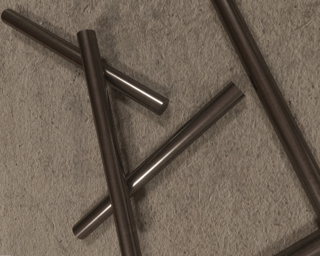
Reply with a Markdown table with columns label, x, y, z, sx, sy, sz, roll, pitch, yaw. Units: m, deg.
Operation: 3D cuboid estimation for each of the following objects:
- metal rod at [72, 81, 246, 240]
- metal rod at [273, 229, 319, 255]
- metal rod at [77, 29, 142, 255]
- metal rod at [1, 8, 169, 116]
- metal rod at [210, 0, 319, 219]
| label | x | y | z | sx | sy | sz | roll | pitch | yaw |
| --- | --- | --- | --- | --- | --- | --- | --- | --- | --- |
| metal rod | -0.011 | 0.051 | 0.411 | 0.299 | 0.025 | 0.025 | -43 | 77 | 14 |
| metal rod | 0.175 | 0.132 | 0.347 | 0.300 | 0.025 | 0.025 | -39 | 78 | 15 |
| metal rod | -0.067 | 0.019 | 0.403 | 0.025 | 0.025 | 0.298 | -14 | 86 | 19 |
| metal rod | -0.118 | -0.102 | 0.449 | 0.300 | 0.025 | 0.025 | 31 | 100 | 16 |
| metal rod | 0.128 | -0.040 | 0.363 | 0.025 | 0.025 | 0.299 | -26 | 82 | 18 |
